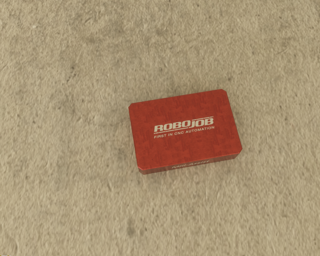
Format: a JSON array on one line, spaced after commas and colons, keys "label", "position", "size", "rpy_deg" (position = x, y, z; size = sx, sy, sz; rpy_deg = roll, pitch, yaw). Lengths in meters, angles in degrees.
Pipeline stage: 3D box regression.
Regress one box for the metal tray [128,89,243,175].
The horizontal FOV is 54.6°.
[{"label": "metal tray", "position": [0.030, 0.004, 0.404], "size": [0.131, 0.030, 0.090], "rpy_deg": [-9, 70, -4]}]
